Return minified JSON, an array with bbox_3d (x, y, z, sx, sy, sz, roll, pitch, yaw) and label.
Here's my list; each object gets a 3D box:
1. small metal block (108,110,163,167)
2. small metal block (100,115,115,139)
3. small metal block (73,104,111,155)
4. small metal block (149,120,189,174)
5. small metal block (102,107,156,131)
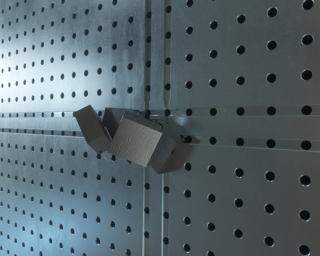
[{"bbox_3d":[-0.030,0.013,0.381,0.050,0.025,0.050,22,109,-9],"label":"small metal block"},{"bbox_3d":[-0.074,0.005,0.468,0.050,0.025,0.050,-24,75,37],"label":"small metal block"},{"bbox_3d":[-0.091,0.003,0.429,0.025,0.050,0.050,-28,68,-4],"label":"small metal block"},{"bbox_3d":[0.001,0.024,0.407,0.050,0.025,0.050,43,116,31],"label":"small metal block"},{"bbox_3d":[-0.042,-0.008,0.426,0.050,0.050,0.025,24,105,37],"label":"small metal block"}]
